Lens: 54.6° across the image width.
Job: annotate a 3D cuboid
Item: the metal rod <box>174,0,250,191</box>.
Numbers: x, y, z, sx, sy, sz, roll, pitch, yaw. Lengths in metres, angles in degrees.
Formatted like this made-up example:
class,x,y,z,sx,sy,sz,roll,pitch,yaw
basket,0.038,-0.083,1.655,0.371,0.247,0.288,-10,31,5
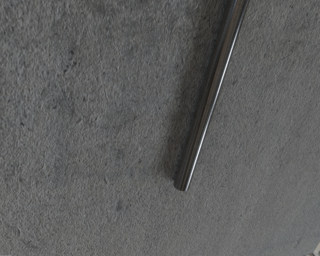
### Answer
class,x,y,z,sx,sy,sz,roll,pitch,yaw
metal rod,0.065,-0.041,0.415,0.025,0.025,0.298,-1,119,-28
